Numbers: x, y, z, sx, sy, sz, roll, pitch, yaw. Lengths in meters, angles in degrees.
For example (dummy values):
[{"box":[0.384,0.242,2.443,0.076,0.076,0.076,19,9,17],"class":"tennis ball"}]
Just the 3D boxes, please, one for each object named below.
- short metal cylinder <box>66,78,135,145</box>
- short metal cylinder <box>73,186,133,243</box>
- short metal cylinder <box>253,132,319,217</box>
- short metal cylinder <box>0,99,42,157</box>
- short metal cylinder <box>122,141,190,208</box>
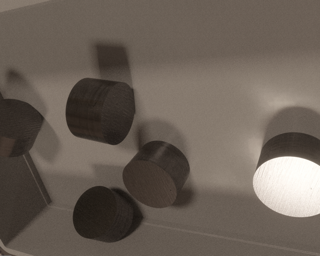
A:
[{"box":[-0.074,-0.022,0.397,0.050,0.080,0.079,11,123,22],"class":"short metal cylinder"},{"box":[-0.090,0.138,0.495,0.080,0.080,0.050,0,155,27],"class":"short metal cylinder"},{"box":[0.150,0.052,0.345,0.080,0.050,0.079,13,124,20],"class":"short metal cylinder"},{"box":[-0.237,0.000,0.495,0.080,0.080,0.050,40,129,1],"class":"short metal cylinder"},{"box":[-0.005,0.065,0.434,0.080,0.050,0.079,13,124,20],"class":"short metal cylinder"}]
